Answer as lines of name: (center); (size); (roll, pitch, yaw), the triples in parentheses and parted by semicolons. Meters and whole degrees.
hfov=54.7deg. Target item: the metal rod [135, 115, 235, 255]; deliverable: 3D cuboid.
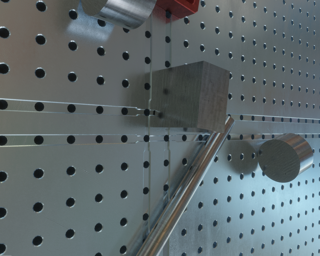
metal rod: (0.031, 0.097, 0.434); (0.025, 0.025, 0.301); (51, 60, -28)

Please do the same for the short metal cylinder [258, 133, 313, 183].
short metal cylinder: (0.228, 0.053, 0.564); (0.050, 0.080, 0.079); (-16, 100, -39)

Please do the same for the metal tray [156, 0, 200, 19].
metal tray: (0.019, -0.229, 0.420); (0.091, 0.030, 0.129); (16, 80, -39)

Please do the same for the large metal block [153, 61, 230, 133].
large metal block: (0.040, -0.037, 0.407); (0.050, 0.080, 0.080); (10, 84, -40)

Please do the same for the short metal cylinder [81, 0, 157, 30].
short metal cylinder: (-0.044, -0.154, 0.336); (0.050, 0.080, 0.080); (6, 86, -40)
